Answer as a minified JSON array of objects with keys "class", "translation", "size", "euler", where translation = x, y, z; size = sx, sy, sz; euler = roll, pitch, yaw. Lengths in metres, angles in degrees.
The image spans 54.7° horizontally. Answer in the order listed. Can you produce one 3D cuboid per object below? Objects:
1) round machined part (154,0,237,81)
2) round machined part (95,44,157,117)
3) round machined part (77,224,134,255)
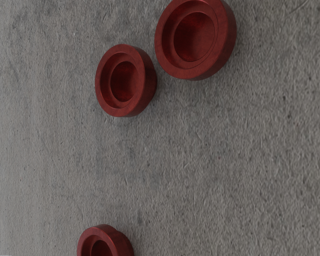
[{"class":"round machined part","translation":[0.044,-0.103,0.358],"size":[0.098,0.042,0.097],"euler":[0,90,40]},{"class":"round machined part","translation":[-0.043,-0.063,0.429],"size":[0.098,0.042,0.097],"euler":[0,90,40]},{"class":"round machined part","translation":[-0.076,0.191,0.457],"size":[0.098,0.042,0.097],"euler":[0,90,40]}]
